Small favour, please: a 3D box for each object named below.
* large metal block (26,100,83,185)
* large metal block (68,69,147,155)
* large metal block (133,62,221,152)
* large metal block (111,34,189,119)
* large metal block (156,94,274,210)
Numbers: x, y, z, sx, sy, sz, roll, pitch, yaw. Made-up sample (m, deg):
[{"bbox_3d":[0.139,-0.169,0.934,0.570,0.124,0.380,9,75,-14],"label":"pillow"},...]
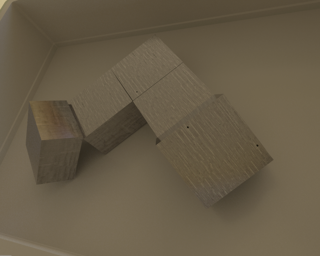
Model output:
[{"bbox_3d":[-0.149,0.018,0.427,0.080,0.050,0.079,55,136,39],"label":"large metal block"},{"bbox_3d":[-0.074,-0.024,0.441,0.080,0.050,0.080,-38,51,3],"label":"large metal block"},{"bbox_3d":[0.026,-0.021,0.387,0.080,0.050,0.080,-38,51,3],"label":"large metal block"},{"bbox_3d":[-0.010,-0.073,0.437,0.080,0.050,0.080,-38,51,3],"label":"large metal block"},{"bbox_3d":[0.052,0.021,0.320,0.080,0.050,0.080,-38,95,3],"label":"large metal block"}]
